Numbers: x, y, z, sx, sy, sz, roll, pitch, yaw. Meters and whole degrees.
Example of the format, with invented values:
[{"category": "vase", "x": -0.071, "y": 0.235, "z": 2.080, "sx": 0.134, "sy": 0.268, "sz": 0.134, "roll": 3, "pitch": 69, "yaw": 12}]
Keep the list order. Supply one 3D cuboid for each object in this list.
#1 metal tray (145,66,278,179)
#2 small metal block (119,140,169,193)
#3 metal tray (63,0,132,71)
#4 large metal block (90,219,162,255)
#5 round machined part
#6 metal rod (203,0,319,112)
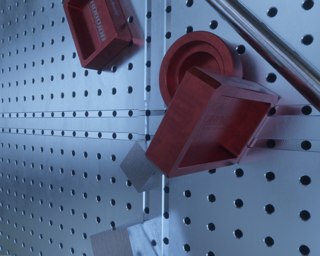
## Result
[{"category": "metal tray", "x": 0.055, "y": -0.003, "z": 0.295, "sx": 0.030, "sy": 0.131, "sz": 0.089, "roll": 40, "pitch": 115, "yaw": 32}, {"category": "small metal block", "x": -0.022, "y": 0.052, "z": 0.426, "sx": 0.050, "sy": 0.025, "sz": 0.050, "roll": 49, "pitch": 119, "yaw": 28}, {"category": "metal tray", "x": -0.102, "y": -0.168, "z": 0.487, "sx": 0.090, "sy": 0.030, "sz": 0.130, "roll": -31, "pitch": 71, "yaw": 35}, {"category": "large metal block", "x": -0.045, "y": 0.178, "z": 0.428, "sx": 0.080, "sy": 0.050, "sz": 0.080, "roll": -25, "pitch": 75, "yaw": 37}, {"category": "round machined part", "x": 0.050, "y": -0.057, "z": 0.356, "sx": 0.098, "sy": 0.042, "sz": 0.097, "roll": 0, "pitch": 90, "yaw": 39}, {"category": "metal rod", "x": 0.101, "y": -0.099, "z": 0.325, "sx": 0.025, "sy": 0.025, "sz": 0.299, "roll": -50, "pitch": 61, "yaw": 28}]
